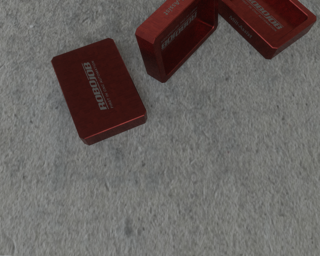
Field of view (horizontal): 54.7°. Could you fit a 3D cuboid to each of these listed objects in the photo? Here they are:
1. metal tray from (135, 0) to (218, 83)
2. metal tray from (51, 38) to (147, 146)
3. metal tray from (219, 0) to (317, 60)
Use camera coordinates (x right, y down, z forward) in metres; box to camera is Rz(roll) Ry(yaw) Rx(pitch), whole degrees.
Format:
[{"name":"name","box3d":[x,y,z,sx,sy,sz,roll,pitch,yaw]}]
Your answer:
[{"name":"metal tray","box3d":[0.029,-0.134,0.420,0.030,0.090,0.130,35,73,23]},{"name":"metal tray","box3d":[-0.083,-0.052,0.423,0.091,0.030,0.130,-22,72,-9]},{"name":"metal tray","box3d":[0.156,-0.177,0.472,0.090,0.030,0.130,-36,74,-13]}]
